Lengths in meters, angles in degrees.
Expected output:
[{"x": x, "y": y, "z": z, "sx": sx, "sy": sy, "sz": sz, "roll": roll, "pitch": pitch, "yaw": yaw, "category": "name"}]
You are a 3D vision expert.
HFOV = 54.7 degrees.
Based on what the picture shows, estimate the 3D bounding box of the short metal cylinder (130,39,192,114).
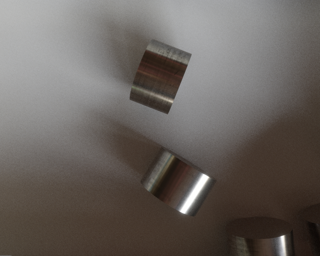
[{"x": 0.001, "y": -0.063, "z": 0.384, "sx": 0.050, "sy": 0.080, "sz": 0.080, "roll": 21, "pitch": 90, "yaw": 0, "category": "short metal cylinder"}]

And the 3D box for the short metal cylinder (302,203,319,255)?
[{"x": 0.227, "y": 0.128, "z": 0.387, "sx": 0.080, "sy": 0.080, "sz": 0.050, "roll": -15, "pitch": 90, "yaw": 0, "category": "short metal cylinder"}]

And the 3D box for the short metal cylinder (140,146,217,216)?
[{"x": 0.023, "y": 0.065, "z": 0.384, "sx": 0.080, "sy": 0.080, "sz": 0.050, "roll": 31, "pitch": 90, "yaw": -1, "category": "short metal cylinder"}]

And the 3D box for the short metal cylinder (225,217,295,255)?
[{"x": 0.125, "y": 0.148, "z": 0.386, "sx": 0.081, "sy": 0.080, "sz": 0.050, "roll": -6, "pitch": 90, "yaw": -1, "category": "short metal cylinder"}]
